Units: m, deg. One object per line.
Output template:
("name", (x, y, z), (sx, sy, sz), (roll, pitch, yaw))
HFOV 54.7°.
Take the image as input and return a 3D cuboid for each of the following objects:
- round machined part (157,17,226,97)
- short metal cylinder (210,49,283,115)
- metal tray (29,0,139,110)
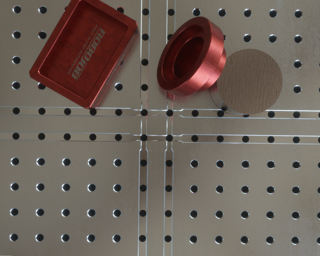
("round machined part", (0.043, -0.083, 0.385), (0.042, 0.098, 0.098), (23, 90, -32))
("short metal cylinder", (0.109, -0.057, 0.401), (0.081, 0.050, 0.079), (0, 91, -2))
("metal tray", (-0.098, -0.101, 0.409), (0.090, 0.030, 0.130), (30, 90, 0))
